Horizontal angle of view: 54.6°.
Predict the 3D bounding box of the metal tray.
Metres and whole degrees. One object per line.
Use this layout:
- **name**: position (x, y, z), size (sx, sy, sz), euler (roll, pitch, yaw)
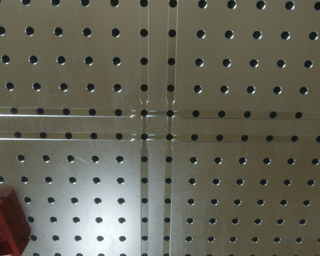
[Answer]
- **metal tray**: position (-0.280, 0.162, 0.467), size (0.131, 0.030, 0.090), euler (-11, 110, 4)
